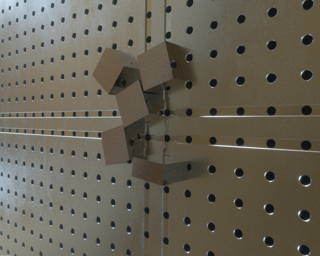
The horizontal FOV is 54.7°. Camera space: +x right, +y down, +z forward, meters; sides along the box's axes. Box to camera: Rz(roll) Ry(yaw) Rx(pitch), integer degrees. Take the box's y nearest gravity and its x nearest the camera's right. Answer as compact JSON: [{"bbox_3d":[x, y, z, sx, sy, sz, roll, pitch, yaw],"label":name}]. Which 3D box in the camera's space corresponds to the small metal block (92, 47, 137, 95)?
[{"bbox_3d":[-0.069,-0.084,0.464,0.050,0.025,0.050,48,118,29],"label":"small metal block"}]

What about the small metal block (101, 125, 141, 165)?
[{"bbox_3d":[-0.058,0.025,0.455,0.050,0.025,0.050,-17,79,38],"label":"small metal block"}]

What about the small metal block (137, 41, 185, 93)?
[{"bbox_3d":[0.001,-0.079,0.407,0.050,0.025,0.050,-18,79,38],"label":"small metal block"}]

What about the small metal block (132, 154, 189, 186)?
[{"bbox_3d":[0.001,0.051,0.391,0.050,0.050,0.025,9,96,39],"label":"small metal block"}]

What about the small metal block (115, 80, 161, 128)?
[{"bbox_3d":[-0.031,-0.033,0.433,0.050,0.025,0.050,-27,73,36],"label":"small metal block"}]
